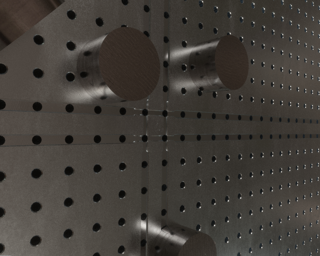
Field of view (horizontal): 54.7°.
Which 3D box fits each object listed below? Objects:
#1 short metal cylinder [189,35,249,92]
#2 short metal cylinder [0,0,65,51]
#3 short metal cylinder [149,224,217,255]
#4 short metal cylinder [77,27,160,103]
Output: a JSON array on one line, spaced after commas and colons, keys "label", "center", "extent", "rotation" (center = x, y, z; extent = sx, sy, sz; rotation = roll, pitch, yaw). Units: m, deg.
[{"label": "short metal cylinder", "center": [0.090, -0.096, 0.471], "extent": [0.081, 0.050, 0.079], "rotation": [0, 90, -40]}, {"label": "short metal cylinder", "center": [-0.130, -0.107, 0.265], "extent": [0.050, 0.080, 0.080], "rotation": [52, 59, -28]}, {"label": "short metal cylinder", "center": [0.032, 0.178, 0.422], "extent": [0.081, 0.050, 0.079], "rotation": [0, 90, -40]}, {"label": "short metal cylinder", "center": [-0.047, -0.069, 0.355], "extent": [0.081, 0.050, 0.079], "rotation": [0, 90, -40]}]
